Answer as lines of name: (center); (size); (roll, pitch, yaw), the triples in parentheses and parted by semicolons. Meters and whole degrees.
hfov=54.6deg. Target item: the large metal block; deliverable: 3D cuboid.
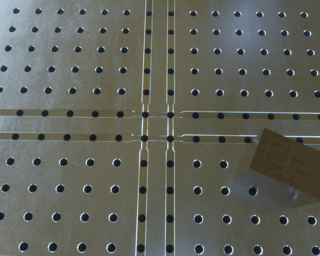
large metal block: (0.141, 0.050, 0.365); (0.080, 0.080, 0.050); (24, 72, 8)
